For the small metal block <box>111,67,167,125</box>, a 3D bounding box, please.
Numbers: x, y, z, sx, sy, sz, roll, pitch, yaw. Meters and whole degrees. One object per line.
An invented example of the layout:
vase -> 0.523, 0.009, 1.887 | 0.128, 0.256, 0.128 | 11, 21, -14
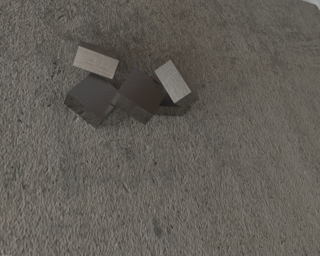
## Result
small metal block -> -0.025, -0.040, 0.384 | 0.050, 0.025, 0.050 | 33, 51, -7

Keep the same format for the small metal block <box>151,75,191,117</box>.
small metal block -> 0.010, -0.044, 0.440 | 0.050, 0.025, 0.050 | 2, 61, -28

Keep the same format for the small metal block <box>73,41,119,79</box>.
small metal block -> -0.083, -0.089, 0.401 | 0.050, 0.025, 0.050 | 17, 18, -19

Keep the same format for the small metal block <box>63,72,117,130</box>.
small metal block -> -0.081, -0.035, 0.384 | 0.050, 0.025, 0.050 | 39, 51, -3

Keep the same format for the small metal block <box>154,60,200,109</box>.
small metal block -> 0.023, -0.056, 0.405 | 0.050, 0.025, 0.050 | 59, 13, 14
